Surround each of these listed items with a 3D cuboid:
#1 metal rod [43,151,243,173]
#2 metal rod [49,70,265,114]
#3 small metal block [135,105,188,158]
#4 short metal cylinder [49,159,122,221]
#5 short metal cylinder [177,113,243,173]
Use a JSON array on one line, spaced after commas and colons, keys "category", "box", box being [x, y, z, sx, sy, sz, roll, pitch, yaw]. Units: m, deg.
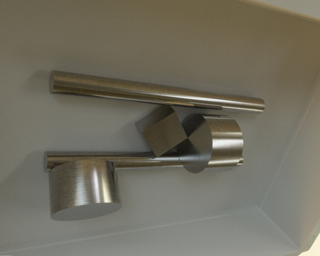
[{"category": "metal rod", "box": [-0.002, 0.045, 0.435, 0.303, 0.025, 0.025, 3, 117, -30]}, {"category": "metal rod", "box": [0.019, -0.040, 0.393, 0.303, 0.025, 0.025, 3, 117, -30]}, {"category": "small metal block", "box": [0.002, 0.004, 0.412, 0.050, 0.025, 0.050, -33, 129, -7]}, {"category": "short metal cylinder", "box": [-0.088, 0.075, 0.367, 0.081, 0.050, 0.080, -10, 155, -5]}, {"category": "short metal cylinder", "box": [0.066, 0.021, 0.422, 0.050, 0.080, 0.079, 2, 118, -30]}]
